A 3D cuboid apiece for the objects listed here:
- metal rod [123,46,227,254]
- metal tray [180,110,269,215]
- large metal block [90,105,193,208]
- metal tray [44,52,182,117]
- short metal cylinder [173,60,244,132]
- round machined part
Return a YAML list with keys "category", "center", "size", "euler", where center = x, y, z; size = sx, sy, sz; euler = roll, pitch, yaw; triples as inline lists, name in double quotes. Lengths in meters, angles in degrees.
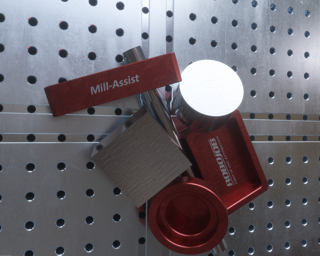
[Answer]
- category: "metal rod"
  center: [0.024, 0.035, 0.417]
  size: [0.025, 0.025, 0.299]
  euler: [-27, 99, -18]
- category: "metal tray"
  center: [0.091, 0.048, 0.440]
  size: [0.091, 0.030, 0.129]
  euler: [-27, 99, -18]
- category: "large metal block"
  center: [-0.022, 0.032, 0.368]
  size: [0.080, 0.050, 0.080]
  euler: [-39, 104, 3]
- category: "metal tray"
  center: [-0.049, -0.047, 0.341]
  size: [0.131, 0.090, 0.030]
  euler: [-17, 98, -5]
- category: "short metal cylinder"
  center: [0.060, -0.041, 0.402]
  size: [0.081, 0.050, 0.080]
  euler: [3, 66, -7]
- category: "round machined part"
  center: [0.036, 0.108, 0.398]
  size: [0.098, 0.042, 0.097]
  euler: [2, 104, 9]
